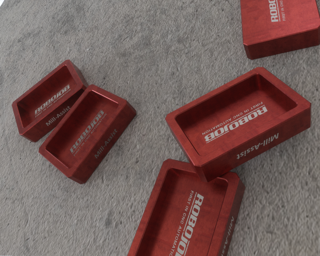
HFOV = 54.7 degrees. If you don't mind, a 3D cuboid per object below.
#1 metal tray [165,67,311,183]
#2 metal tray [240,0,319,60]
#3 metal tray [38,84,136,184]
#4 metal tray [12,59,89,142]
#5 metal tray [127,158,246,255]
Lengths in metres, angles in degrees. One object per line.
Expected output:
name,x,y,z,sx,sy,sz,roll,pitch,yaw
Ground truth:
metal tray,0.082,-0.008,0.340,0.131,0.030,0.090,-28,43,-2
metal tray,0.157,-0.159,0.416,0.090,0.030,0.130,-9,58,23
metal tray,-0.107,0.005,0.453,0.090,0.030,0.130,27,76,37
metal tray,-0.185,-0.048,0.526,0.130,0.030,0.090,-38,51,2
metal tray,0.027,0.103,0.323,0.090,0.030,0.130,9,66,32
